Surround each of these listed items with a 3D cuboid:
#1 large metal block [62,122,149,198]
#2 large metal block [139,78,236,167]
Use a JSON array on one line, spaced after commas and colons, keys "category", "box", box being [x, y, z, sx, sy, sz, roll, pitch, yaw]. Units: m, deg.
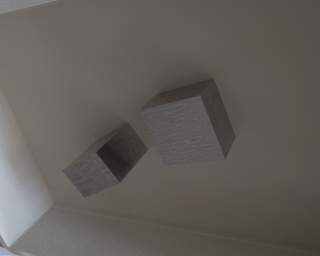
[{"category": "large metal block", "box": [-0.076, 0.045, 0.441, 0.080, 0.080, 0.050, -28, 103, 37]}, {"category": "large metal block", "box": [0.034, -0.004, 0.372, 0.080, 0.050, 0.080, -12, 113, 33]}]
